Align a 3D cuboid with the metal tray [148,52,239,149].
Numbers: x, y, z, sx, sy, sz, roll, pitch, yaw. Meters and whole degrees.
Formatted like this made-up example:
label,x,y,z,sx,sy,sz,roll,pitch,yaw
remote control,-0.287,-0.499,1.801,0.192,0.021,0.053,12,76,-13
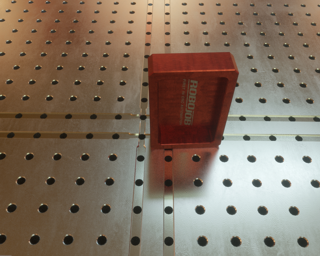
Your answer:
label,x,y,z,sx,sy,sz,roll,pitch,yaw
metal tray,0.033,-0.026,0.362,0.091,0.129,0.030,-2,50,-2
